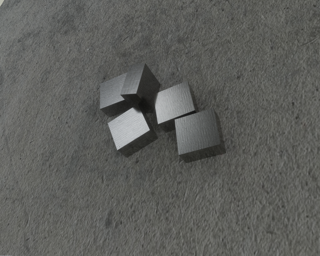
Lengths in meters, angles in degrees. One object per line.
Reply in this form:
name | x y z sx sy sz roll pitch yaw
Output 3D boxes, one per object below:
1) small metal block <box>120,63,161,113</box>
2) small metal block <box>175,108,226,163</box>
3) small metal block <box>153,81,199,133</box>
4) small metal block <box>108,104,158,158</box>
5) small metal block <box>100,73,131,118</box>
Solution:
small metal block | -0.026 -0.055 0.435 0.025 0.050 0.050 -1 61 28
small metal block | 0.048 0.009 0.373 0.050 0.025 0.050 -17 55 18
small metal block | 0.022 -0.028 0.409 0.050 0.025 0.050 -21 54 16
small metal block | -0.037 0.004 0.421 0.050 0.025 0.050 -32 52 7
small metal block | -0.062 -0.050 0.467 0.050 0.025 0.050 -19 54 17
